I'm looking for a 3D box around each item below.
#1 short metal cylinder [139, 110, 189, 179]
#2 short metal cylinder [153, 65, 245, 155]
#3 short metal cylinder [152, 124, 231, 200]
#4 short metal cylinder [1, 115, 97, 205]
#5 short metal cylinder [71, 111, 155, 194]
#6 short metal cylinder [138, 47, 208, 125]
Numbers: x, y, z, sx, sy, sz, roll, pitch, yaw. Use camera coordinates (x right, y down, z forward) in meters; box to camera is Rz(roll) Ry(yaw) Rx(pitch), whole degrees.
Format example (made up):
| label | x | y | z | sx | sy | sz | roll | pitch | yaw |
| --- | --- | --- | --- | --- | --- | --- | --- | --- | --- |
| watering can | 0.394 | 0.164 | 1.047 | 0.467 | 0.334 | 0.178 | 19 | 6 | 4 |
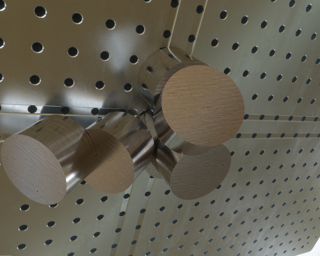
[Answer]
| label | x | y | z | sx | sy | sz | roll | pitch | yaw |
| --- | --- | --- | --- | --- | --- | --- | --- | --- | --- |
| short metal cylinder | 0.006 | 0.020 | 0.409 | 0.081 | 0.050 | 0.079 | -14 | 124 | -21 |
| short metal cylinder | 0.037 | -0.016 | 0.312 | 0.081 | 0.080 | 0.050 | -22 | 170 | -16 |
| short metal cylinder | 0.037 | 0.039 | 0.372 | 0.081 | 0.050 | 0.079 | -14 | 124 | -21 |
| short metal cylinder | -0.115 | 0.032 | 0.324 | 0.050 | 0.080 | 0.079 | -47 | 149 | -56 |
| short metal cylinder | -0.053 | 0.027 | 0.354 | 0.050 | 0.080 | 0.079 | -45 | 148 | -56 |
| short metal cylinder | 0.020 | -0.051 | 0.374 | 0.081 | 0.050 | 0.079 | -14 | 124 | -21 |
